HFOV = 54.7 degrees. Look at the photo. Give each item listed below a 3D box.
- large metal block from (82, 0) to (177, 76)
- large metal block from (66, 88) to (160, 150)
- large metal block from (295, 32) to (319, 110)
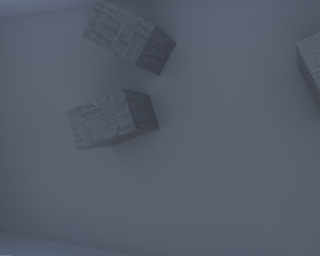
[{"bbox_3d":[-0.036,-0.112,0.393,0.080,0.080,0.050,31,100,17],"label":"large metal block"},{"bbox_3d":[-0.057,-0.009,0.400,0.080,0.080,0.050,-19,84,18],"label":"large metal block"},{"bbox_3d":[0.196,-0.061,0.317,0.080,0.050,0.080,-22,65,18],"label":"large metal block"}]
